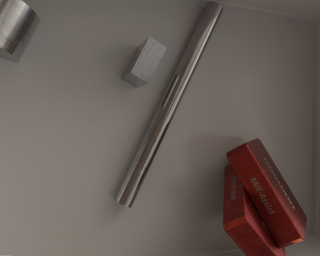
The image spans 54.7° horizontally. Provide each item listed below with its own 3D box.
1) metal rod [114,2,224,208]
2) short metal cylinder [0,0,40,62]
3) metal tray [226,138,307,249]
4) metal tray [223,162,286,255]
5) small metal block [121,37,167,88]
[{"bbox_3d":[0.015,-0.038,0.417,0.025,0.025,0.299,28,81,-18],"label":"metal rod"},{"bbox_3d":[-0.173,-0.110,0.317,0.080,0.080,0.050,26,81,-19],"label":"short metal cylinder"},{"bbox_3d":[0.144,0.079,0.412,0.030,0.090,0.130,-34,77,25],"label":"metal tray"},{"bbox_3d":[0.122,0.110,0.408,0.030,0.130,0.090,-34,105,25],"label":"metal tray"},{"bbox_3d":[-0.021,-0.081,0.390,0.025,0.050,0.050,29,80,-18],"label":"small metal block"}]
